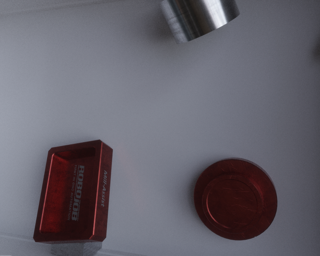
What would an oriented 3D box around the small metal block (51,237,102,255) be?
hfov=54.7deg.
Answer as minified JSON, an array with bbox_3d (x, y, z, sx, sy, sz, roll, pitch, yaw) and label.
[{"bbox_3d":[-0.116,0.161,0.437,0.050,0.050,0.025,7,92,19],"label":"small metal block"}]

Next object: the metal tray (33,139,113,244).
[{"bbox_3d":[-0.115,0.086,0.419,0.090,0.030,0.130,-10,62,19],"label":"metal tray"}]

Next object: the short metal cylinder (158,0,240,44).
[{"bbox_3d":[0.045,-0.138,0.358,0.080,0.080,0.050,-21,110,18],"label":"short metal cylinder"}]

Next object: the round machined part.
[{"bbox_3d":[0.088,0.086,0.370,0.098,0.042,0.097,0,90,19],"label":"round machined part"}]
